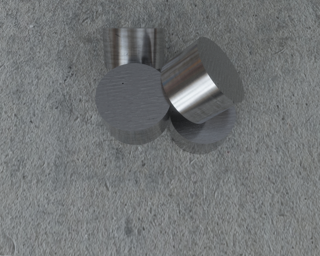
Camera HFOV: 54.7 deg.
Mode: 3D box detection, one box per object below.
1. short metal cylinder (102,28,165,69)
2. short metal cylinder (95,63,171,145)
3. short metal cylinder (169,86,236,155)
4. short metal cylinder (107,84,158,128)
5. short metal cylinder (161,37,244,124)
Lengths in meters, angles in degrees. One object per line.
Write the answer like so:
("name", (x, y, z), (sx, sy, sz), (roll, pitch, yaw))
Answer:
("short metal cylinder", (-0.034, -0.107, 0.412), (0.081, 0.080, 0.050), (0, 109, 0))
("short metal cylinder", (-0.028, -0.026, 0.351), (0.081, 0.050, 0.080), (0, 70, 0))
("short metal cylinder", (0.052, -0.011, 0.400), (0.081, 0.050, 0.080), (0, 70, 0))
("short metal cylinder", (-0.039, -0.030, 0.406), (0.081, 0.050, 0.080), (0, 70, 0))
("short metal cylinder", (0.047, -0.051, 0.339), (0.050, 0.081, 0.080), (-32, 67, 34))
